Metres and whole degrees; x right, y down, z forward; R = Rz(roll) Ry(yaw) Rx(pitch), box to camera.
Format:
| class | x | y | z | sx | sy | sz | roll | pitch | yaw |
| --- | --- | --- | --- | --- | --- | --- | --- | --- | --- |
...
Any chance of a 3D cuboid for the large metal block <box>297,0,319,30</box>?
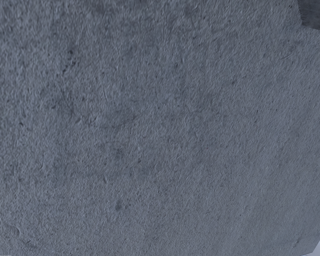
| class | x | y | z | sx | sy | sz | roll | pitch | yaw |
| --- | --- | --- | --- | --- | --- | --- | --- | --- | --- |
| large metal block | 0.241 | -0.168 | 0.398 | 0.080 | 0.080 | 0.050 | -39 | 129 | -2 |
